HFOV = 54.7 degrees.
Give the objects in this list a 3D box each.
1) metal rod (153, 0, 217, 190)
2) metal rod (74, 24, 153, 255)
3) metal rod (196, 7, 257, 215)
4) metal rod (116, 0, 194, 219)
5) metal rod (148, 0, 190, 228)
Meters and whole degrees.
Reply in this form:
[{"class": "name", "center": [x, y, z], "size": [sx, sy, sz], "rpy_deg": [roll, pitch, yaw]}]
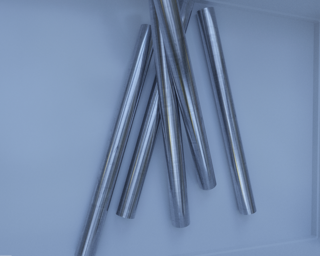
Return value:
[{"class": "metal rod", "center": [0.031, -0.047, 0.370], "size": [0.025, 0.025, 0.298], "rpy_deg": [-26, 119, -18]}, {"class": "metal rod", "center": [-0.053, 0.013, 0.391], "size": [0.025, 0.025, 0.299], "rpy_deg": [17, 84, -20]}, {"class": "metal rod", "center": [0.097, -0.021, 0.447], "size": [0.025, 0.025, 0.298], "rpy_deg": [-15, 95, -20]}, {"class": "metal rod", "center": [-0.005, -0.031, 0.409], "size": [0.025, 0.025, 0.299], "rpy_deg": [18, 84, -20]}, {"class": "metal rod", "center": [0.013, -0.015, 0.392], "size": [0.025, 0.025, 0.298], "rpy_deg": [-11, 103, -20]}]
